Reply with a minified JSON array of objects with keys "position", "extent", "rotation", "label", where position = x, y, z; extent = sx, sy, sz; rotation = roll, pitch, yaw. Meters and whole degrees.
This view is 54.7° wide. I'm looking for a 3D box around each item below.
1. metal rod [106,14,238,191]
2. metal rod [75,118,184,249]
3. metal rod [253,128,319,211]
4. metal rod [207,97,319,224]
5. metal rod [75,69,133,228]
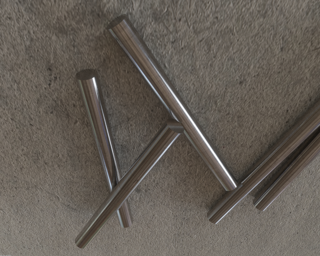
[{"position":[0.032,-0.010,0.398],"extent":[0.025,0.025,0.300],"rotation":[-25,126,19],"label":"metal rod"},{"position":[-0.058,0.097,0.454],"extent":[0.025,0.025,0.298],"rotation":[24,125,-20],"label":"metal rod"},{"position":[0.215,0.020,0.426],"extent":[0.025,0.025,0.298],"rotation":[15,129,-12],"label":"metal rod"},{"position":[0.156,0.053,0.453],"extent":[0.025,0.025,0.298],"rotation":[20,127,-16],"label":"metal rod"},{"position":[-0.072,0.052,0.450],"extent":[0.025,0.025,0.298],"rotation":[-4,130,3],"label":"metal rod"}]
